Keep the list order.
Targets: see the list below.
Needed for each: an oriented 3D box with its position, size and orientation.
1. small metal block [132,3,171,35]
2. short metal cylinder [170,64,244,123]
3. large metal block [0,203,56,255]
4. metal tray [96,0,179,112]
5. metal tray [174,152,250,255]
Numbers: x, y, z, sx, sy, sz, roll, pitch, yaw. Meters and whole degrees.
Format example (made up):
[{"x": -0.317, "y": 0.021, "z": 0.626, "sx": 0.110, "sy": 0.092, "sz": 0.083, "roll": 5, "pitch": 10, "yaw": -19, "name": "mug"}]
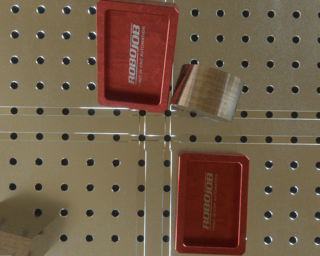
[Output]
[{"x": -0.017, "y": -0.147, "z": 0.398, "sx": 0.025, "sy": 0.050, "sz": 0.050, "roll": -42, "pitch": 91, "yaw": 22, "name": "small metal block"}, {"x": 0.058, "y": -0.042, "z": 0.387, "sx": 0.080, "sy": 0.080, "sz": 0.050, "roll": 17, "pitch": 90, "yaw": -1, "name": "short metal cylinder"}, {"x": -0.188, "y": 0.137, "z": 0.384, "sx": 0.080, "sy": 0.080, "sz": 0.050, "roll": 15, "pitch": 90, "yaw": -1, "name": "large metal block"}, {"x": -0.029, "y": -0.087, "z": 0.379, "sx": 0.091, "sy": 0.030, "sz": 0.129, "roll": 6, "pitch": 121, "yaw": -1, "name": "metal tray"}, {"x": 0.067, "y": 0.098, "z": 0.411, "sx": 0.091, "sy": 0.030, "sz": 0.129, "roll": 2, "pitch": 90, "yaw": -1, "name": "metal tray"}]
